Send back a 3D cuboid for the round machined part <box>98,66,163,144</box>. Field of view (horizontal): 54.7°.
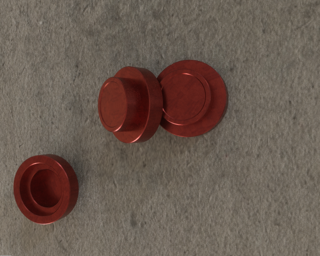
[{"bbox_3d":[-0.044,-0.029,0.392,0.098,0.042,0.097,2,92,50],"label":"round machined part"}]

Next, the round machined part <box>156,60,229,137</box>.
[{"bbox_3d":[0.033,-0.037,0.388,0.098,0.042,0.097,0,90,19],"label":"round machined part"}]

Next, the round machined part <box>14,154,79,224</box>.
[{"bbox_3d":[-0.161,0.087,0.455,0.098,0.042,0.097,0,90,19],"label":"round machined part"}]
